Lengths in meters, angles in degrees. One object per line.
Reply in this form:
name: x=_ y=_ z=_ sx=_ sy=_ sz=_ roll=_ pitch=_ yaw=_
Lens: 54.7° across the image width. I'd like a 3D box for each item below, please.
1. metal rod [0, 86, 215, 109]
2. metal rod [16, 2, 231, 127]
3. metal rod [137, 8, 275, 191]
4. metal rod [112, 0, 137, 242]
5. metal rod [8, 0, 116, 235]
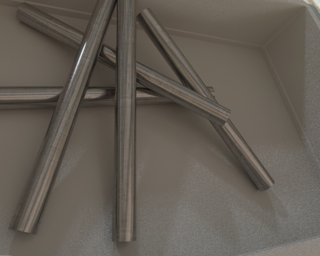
metal rod: x=-0.052 y=-0.042 z=0.404 sx=0.303 sy=0.025 sz=0.025 roll=-5 pitch=64 yaw=-31
metal rod: x=-0.046 y=-0.082 z=0.407 sx=0.301 sy=0.025 sz=0.025 roll=28 pitch=52 yaw=-2
metal rod: x=0.064 y=-0.039 z=0.437 sx=0.025 sy=0.025 sz=0.299 roll=-37 pitch=92 yaw=-39
metal rod: x=-0.040 y=-0.027 z=0.362 sx=0.025 sy=0.025 sz=0.299 roll=7 pitch=70 yaw=-25
metal rod: x=-0.097 y=-0.038 z=0.346 sx=0.025 sy=0.025 sz=0.299 roll=20 pitch=63 yaw=-17
